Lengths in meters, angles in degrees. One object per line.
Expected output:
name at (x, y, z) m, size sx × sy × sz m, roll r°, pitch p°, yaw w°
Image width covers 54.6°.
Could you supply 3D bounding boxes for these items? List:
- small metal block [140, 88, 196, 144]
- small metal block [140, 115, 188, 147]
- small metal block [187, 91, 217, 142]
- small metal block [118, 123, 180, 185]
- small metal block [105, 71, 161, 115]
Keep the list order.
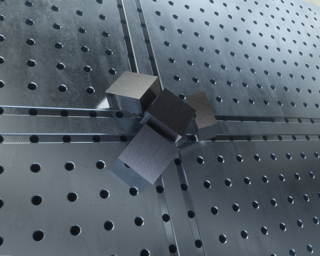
small metal block at (0.011, -0.015, 0.390) m, size 0.050 × 0.025 × 0.050 m, roll 36°, pitch 51°, yaw -5°
small metal block at (0.004, -0.003, 0.412) m, size 0.050 × 0.025 × 0.050 m, roll 1°, pitch 64°, yaw -27°
small metal block at (0.058, -0.015, 0.428) m, size 0.025 × 0.050 × 0.050 m, roll -17°, pitch 67°, yaw 0°
small metal block at (-0.013, 0.030, 0.366) m, size 0.050 × 0.025 × 0.050 m, roll 38°, pitch 88°, yaw -2°
small metal block at (-0.034, -0.047, 0.402) m, size 0.050 × 0.025 × 0.050 m, roll 14°, pitch 47°, yaw 24°
